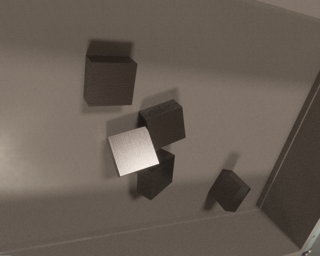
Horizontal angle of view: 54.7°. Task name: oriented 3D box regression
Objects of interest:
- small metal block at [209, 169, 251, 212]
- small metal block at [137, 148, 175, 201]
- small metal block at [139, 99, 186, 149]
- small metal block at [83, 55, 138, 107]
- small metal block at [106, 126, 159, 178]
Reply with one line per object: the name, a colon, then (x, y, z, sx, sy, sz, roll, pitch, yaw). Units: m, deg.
small metal block: (0.117, 0.105, 0.524, 0.025, 0.050, 0.050, 17, 110, -35)
small metal block: (-0.006, 0.064, 0.433, 0.050, 0.025, 0.050, -32, 137, -44)
small metal block: (0.004, -0.004, 0.410, 0.050, 0.025, 0.050, -21, 127, -16)
small metal block: (-0.056, -0.053, 0.346, 0.050, 0.025, 0.050, -4, 120, -27)
small metal block: (-0.035, 0.030, 0.391, 0.050, 0.025, 0.050, -17, 82, -17)
